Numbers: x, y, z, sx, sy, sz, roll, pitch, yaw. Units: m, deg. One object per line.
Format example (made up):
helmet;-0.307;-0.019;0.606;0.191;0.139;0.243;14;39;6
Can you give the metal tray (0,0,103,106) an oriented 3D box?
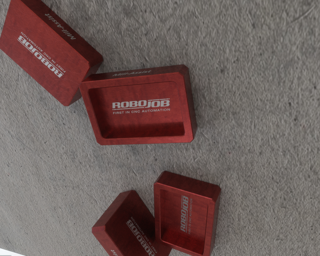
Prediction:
metal tray;-0.150;-0.103;0.419;0.130;0.030;0.090;42;129;-1

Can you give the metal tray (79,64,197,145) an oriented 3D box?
metal tray;-0.025;-0.025;0.385;0.130;0.030;0.089;-3;118;17

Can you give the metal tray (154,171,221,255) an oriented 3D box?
metal tray;0.039;0.133;0.465;0.090;0.030;0.129;13;124;21

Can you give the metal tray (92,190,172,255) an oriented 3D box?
metal tray;-0.040;0.177;0.495;0.030;0.090;0.130;-22;107;36
